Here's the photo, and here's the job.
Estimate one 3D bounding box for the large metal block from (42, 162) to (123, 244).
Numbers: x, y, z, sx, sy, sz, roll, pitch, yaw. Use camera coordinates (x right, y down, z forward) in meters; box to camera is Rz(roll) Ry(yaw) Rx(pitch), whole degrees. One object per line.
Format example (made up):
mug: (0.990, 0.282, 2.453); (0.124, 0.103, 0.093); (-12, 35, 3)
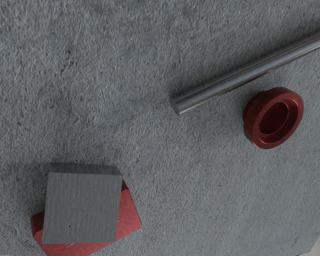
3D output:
large metal block: (-0.093, 0.087, 0.369); (0.081, 0.050, 0.079); (6, 94, -19)

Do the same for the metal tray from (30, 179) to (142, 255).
metal tray: (-0.098, 0.133, 0.434); (0.131, 0.030, 0.089); (-24, 128, -14)

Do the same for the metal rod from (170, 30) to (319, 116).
metal rod: (0.152, -0.090, 0.436); (0.302, 0.025, 0.025); (-26, 128, -13)

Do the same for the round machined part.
round machined part: (0.169, -0.019, 0.479); (0.099, 0.042, 0.097); (-14, 125, -21)
